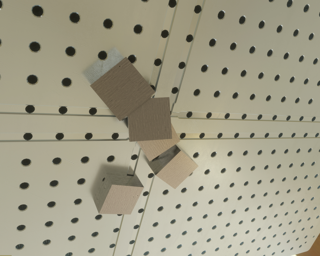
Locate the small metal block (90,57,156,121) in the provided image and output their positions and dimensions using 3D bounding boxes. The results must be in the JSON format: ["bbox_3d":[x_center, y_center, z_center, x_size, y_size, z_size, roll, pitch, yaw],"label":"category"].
[{"bbox_3d":[-0.041,-0.042,0.348,0.050,0.025,0.050,-40,92,-2],"label":"small metal block"}]

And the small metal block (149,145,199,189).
[{"bbox_3d":[0.021,0.056,0.459,0.050,0.025,0.050,-45,130,3],"label":"small metal block"}]

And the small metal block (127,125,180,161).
[{"bbox_3d":[-0.008,0.009,0.414,0.050,0.025,0.050,-33,129,-7],"label":"small metal block"}]

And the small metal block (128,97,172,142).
[{"bbox_3d":[-0.014,-0.010,0.376,0.050,0.025,0.050,-4,89,-8],"label":"small metal block"}]

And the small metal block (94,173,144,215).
[{"bbox_3d":[-0.058,0.095,0.439,0.050,0.025,0.050,13,112,-34],"label":"small metal block"}]
